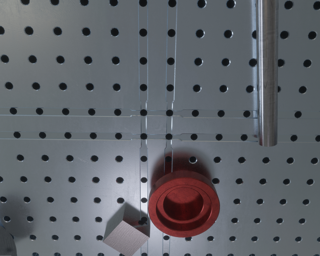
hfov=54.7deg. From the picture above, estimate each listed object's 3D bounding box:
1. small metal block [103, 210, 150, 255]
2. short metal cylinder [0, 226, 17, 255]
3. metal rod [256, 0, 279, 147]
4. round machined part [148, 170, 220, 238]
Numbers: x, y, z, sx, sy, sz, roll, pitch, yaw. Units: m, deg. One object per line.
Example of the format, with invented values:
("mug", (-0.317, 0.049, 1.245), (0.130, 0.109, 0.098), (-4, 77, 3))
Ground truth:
("small metal block", (-0.050, 0.162, 0.473), (0.050, 0.025, 0.050), (37, 106, -13))
("short metal cylinder", (-0.260, 0.187, 0.451), (0.050, 0.080, 0.080), (-30, 108, 10))
("metal rod", (0.128, -0.118, 0.370), (0.025, 0.025, 0.298), (-7, 110, 2))
("round machined part", (0.033, 0.103, 0.443), (0.099, 0.042, 0.097), (0, 110, 0))
